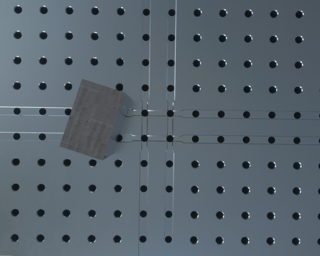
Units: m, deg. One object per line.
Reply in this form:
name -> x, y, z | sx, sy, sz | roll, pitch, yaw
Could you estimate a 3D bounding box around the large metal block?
large metal block -> -0.075, -0.010, 0.385 | 0.050, 0.080, 0.080 | 18, 90, 0
